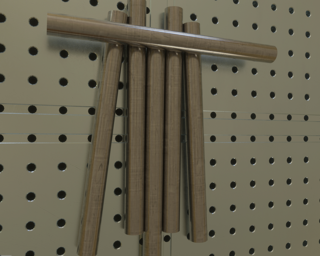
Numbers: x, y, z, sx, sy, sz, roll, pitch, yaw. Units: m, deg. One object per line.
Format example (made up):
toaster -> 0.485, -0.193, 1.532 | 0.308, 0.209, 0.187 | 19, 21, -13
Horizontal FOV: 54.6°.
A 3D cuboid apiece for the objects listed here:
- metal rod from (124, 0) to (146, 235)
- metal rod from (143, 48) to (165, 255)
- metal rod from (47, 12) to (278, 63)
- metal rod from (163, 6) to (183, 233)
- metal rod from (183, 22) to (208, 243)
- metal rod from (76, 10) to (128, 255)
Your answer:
metal rod -> -0.032, -0.015, 0.401 | 0.025, 0.025, 0.298 | 1, 90, -20
metal rod -> -0.008, 0.041, 0.409 | 0.025, 0.025, 0.298 | 1, 90, -20
metal rod -> 0.018, -0.110, 0.392 | 0.302, 0.025, 0.025 | 2, 90, -20
metal rod -> 0.016, -0.011, 0.420 | 0.025, 0.025, 0.298 | 1, 90, -20
metal rod -> 0.048, 0.006, 0.430 | 0.025, 0.025, 0.298 | -2, 91, -20
metal rod -> -0.071, 0.005, 0.385 | 0.025, 0.025, 0.299 | 8, 87, -20
